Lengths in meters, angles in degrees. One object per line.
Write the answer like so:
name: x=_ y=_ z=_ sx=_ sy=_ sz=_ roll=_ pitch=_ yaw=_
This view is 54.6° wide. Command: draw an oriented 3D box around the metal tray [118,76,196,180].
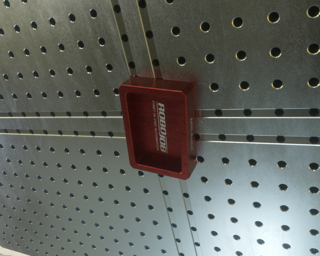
metal tray: x=-0.001 y=0.001 z=0.409 sx=0.090 sy=0.030 sz=0.129 roll=9 pitch=123 yaw=23
